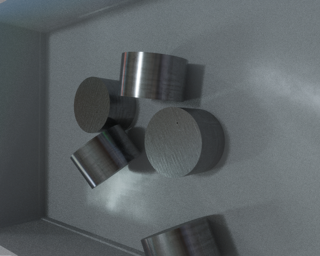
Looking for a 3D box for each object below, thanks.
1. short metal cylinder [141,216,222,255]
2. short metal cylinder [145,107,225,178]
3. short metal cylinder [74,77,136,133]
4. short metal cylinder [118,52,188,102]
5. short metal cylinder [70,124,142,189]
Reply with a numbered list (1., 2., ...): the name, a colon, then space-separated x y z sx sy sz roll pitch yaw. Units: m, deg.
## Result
1. short metal cylinder: 0.024 0.137 0.349 0.080 0.081 0.050 -31 71 35
2. short metal cylinder: 0.029 0.016 0.365 0.080 0.050 0.079 0 90 39
3. short metal cylinder: -0.081 -0.032 0.455 0.080 0.050 0.079 0 90 39
4. short metal cylinder: -0.008 -0.060 0.376 0.080 0.081 0.050 10 97 39
5. short metal cylinder: -0.073 0.039 0.421 0.080 0.080 0.050 -38 86 33
